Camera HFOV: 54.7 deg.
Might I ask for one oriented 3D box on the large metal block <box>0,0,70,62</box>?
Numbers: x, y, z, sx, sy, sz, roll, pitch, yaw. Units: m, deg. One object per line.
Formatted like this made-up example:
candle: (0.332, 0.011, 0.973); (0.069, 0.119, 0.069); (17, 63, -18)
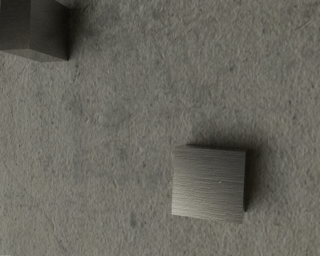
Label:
large metal block: (-0.175, -0.142, 0.440); (0.050, 0.080, 0.079); (2, 91, 20)

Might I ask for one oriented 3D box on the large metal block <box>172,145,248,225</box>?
large metal block: (0.062, 0.064, 0.373); (0.080, 0.050, 0.079); (3, 91, 19)
